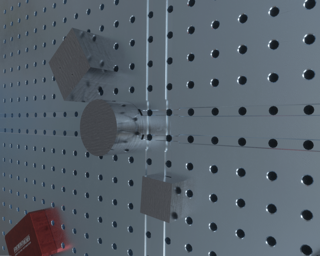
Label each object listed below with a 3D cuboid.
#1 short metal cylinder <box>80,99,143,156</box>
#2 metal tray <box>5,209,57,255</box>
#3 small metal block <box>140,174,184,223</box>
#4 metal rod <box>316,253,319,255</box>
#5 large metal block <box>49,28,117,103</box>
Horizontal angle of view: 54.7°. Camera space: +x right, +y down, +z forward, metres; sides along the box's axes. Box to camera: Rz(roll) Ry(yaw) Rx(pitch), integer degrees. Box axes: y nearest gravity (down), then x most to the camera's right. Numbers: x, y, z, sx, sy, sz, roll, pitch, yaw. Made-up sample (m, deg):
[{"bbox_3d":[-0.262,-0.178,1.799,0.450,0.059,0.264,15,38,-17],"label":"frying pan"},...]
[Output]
[{"bbox_3d":[-0.071,-0.001,0.452,0.080,0.050,0.079,0,91,39],"label":"short metal cylinder"},{"bbox_3d":[-0.263,0.233,0.624,0.129,0.030,0.090,-41,65,32],"label":"metal tray"},{"bbox_3d":[0.002,0.091,0.408,0.050,0.025,0.050,7,94,39],"label":"small metal block"},{"bbox_3d":[0.167,0.108,0.271,0.025,0.025,0.298,50,119,28],"label":"metal rod"},{"bbox_3d":[-0.126,-0.098,0.497,0.080,0.050,0.080,-41,65,32],"label":"large metal block"}]
